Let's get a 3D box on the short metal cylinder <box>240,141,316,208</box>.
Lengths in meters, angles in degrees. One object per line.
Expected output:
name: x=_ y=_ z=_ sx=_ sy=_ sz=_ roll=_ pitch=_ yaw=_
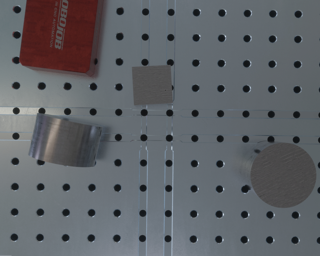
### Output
short metal cylinder: x=0.151 y=0.058 z=0.402 sx=0.081 sy=0.050 sz=0.079 roll=0 pitch=90 yaw=0

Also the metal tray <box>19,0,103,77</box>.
metal tray: x=-0.128 y=-0.139 z=0.410 sx=0.091 sy=0.030 sz=0.129 roll=7 pitch=90 yaw=0

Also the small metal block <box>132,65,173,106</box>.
small metal block: x=-0.010 y=-0.056 z=0.413 sx=0.050 sy=0.025 sz=0.050 roll=-3 pitch=90 yaw=0

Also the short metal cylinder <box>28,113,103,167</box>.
short metal cylinder: x=-0.116 y=0.014 z=0.385 sx=0.080 sy=0.080 sz=0.050 roll=13 pitch=90 yaw=0
